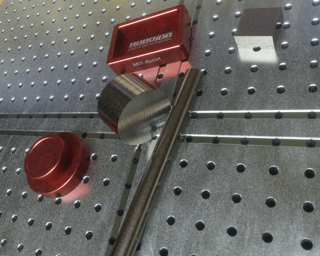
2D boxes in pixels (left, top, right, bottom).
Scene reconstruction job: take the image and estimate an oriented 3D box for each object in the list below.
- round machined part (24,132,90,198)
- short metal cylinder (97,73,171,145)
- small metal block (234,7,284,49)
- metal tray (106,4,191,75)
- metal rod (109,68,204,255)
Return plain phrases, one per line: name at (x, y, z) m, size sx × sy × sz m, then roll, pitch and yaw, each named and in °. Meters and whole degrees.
round machined part at (-0.154, 0.048, 0.447) m, size 0.098 × 0.042 × 0.098 m, roll -13°, pitch 56°, yaw 20°
short metal cylinder at (-0.033, -0.025, 0.404) m, size 0.080 × 0.080 × 0.050 m, roll -47°, pitch 52°, yaw -5°
small metal block at (0.135, -0.135, 0.420) m, size 0.050 × 0.025 × 0.050 m, roll 11°, pitch 67°, yaw 32°
metal tray at (-0.017, -0.141, 0.498) m, size 0.130 × 0.030 × 0.090 m, roll -9°, pitch 58°, yaw 23°
metal rod at (-0.006, 0.055, 0.376) m, size 0.025 × 0.025 × 0.300 m, roll 10°, pitch 66°, yaw 32°
